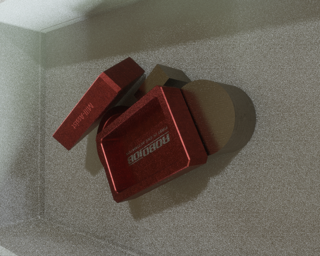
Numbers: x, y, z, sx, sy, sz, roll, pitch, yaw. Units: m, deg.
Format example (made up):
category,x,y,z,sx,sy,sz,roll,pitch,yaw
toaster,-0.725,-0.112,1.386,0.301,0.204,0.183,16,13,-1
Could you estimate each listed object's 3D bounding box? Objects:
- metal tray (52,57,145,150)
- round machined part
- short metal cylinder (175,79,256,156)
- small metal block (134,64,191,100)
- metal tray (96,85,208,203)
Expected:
category,x,y,z,sx,sy,sz,roll,pitch,yaw
metal tray,-0.084,-0.034,0.427,0.030,0.090,0.129,44,120,-5
round machined part,-0.040,0.019,0.426,0.098,0.042,0.097,0,90,39
short metal cylinder,0.057,-0.010,0.340,0.080,0.050,0.079,0,90,39
small metal block,0.005,-0.048,0.382,0.050,0.050,0.025,-50,61,27
metal tray,-0.017,0.022,0.351,0.130,0.030,0.090,-35,68,39
